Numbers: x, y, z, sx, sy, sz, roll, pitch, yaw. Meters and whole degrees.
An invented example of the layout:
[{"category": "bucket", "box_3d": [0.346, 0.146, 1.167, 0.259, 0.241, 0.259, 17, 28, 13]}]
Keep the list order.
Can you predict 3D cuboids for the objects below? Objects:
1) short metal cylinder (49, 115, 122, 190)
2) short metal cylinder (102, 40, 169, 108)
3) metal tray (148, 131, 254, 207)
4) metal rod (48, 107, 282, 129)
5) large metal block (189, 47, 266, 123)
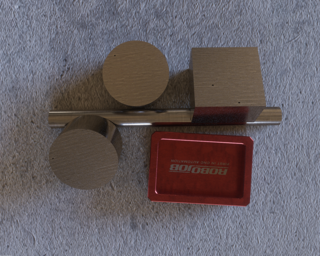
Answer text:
[{"category": "short metal cylinder", "box_3d": [-0.089, 0.029, 0.386, 0.081, 0.050, 0.079, 0, 111, -1]}, {"category": "short metal cylinder", "box_3d": [-0.029, -0.066, 0.398, 0.081, 0.050, 0.080, 0, 90, 0]}, {"category": "metal tray", "box_3d": [0.052, 0.052, 0.408, 0.131, 0.030, 0.089, 3, 90, 0]}, {"category": "metal rod", "box_3d": [0.007, -0.014, 0.412, 0.302, 0.025, 0.025, -1, 90, 0]}, {"category": "large metal block", "box_3d": [0.080, -0.053, 0.387, 0.081, 0.050, 0.080, -1, 69, 0]}]
